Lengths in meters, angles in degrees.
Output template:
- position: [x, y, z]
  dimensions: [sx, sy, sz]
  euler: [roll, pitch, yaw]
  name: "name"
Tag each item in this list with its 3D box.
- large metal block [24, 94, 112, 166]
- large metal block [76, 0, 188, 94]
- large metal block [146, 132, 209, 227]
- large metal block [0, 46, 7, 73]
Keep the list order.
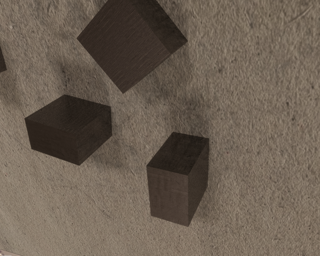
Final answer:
- position: [-0.124, -0.001, 0.434]
  dimensions: [0.080, 0.080, 0.050]
  euler: [15, 125, 19]
  name: "large metal block"
- position: [-0.031, -0.098, 0.345]
  dimensions: [0.080, 0.050, 0.080]
  euler: [-33, 100, 38]
  name: "large metal block"
- position: [0.026, 0.063, 0.395]
  dimensions: [0.050, 0.080, 0.079]
  euler: [10, 123, 22]
  name: "large metal block"
- position: [-0.282, -0.112, 0.448]
  dimensions: [0.050, 0.080, 0.079]
  euler: [12, 124, 21]
  name: "large metal block"
